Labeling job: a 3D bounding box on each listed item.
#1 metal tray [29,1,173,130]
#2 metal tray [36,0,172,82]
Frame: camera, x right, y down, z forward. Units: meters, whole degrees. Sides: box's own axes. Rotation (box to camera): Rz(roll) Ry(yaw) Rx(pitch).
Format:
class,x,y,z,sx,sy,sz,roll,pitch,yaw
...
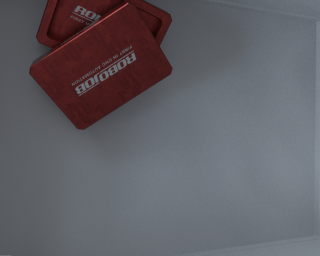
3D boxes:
class,x,y,z,sx,sy,sz,roll,pitch,yaw
metal tray,-0.064,-0.068,0.349,0.130,0.030,0.090,-32,119,3
metal tray,-0.064,-0.119,0.361,0.131,0.030,0.089,20,112,-20
